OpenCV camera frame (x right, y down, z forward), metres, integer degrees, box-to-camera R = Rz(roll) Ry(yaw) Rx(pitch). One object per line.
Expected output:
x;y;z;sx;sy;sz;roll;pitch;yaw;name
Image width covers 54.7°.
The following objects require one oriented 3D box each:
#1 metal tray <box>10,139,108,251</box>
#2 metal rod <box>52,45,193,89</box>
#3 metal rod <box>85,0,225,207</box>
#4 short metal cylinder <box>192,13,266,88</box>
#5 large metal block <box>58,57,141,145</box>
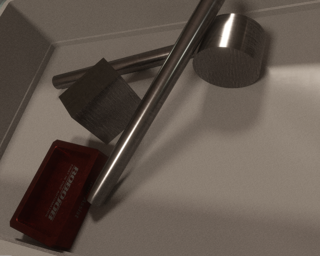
-0.134;0.085;0.418;0.090;0.030;0.130;10;66;32;metal tray
-0.045;-0.101;0.489;0.301;0.025;0.025;-9;58;23;metal rod
-0.007;-0.035;0.374;0.025;0.025;0.299;37;99;38;metal rod
0.085;-0.092;0.382;0.080;0.080;0.050;4;64;29;short metal cylinder
-0.076;-0.035;0.430;0.080;0.080;0.050;-42;51;-1;large metal block
